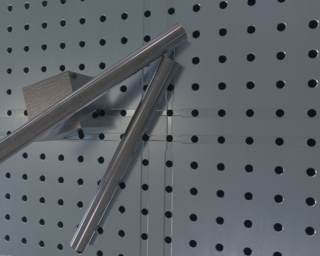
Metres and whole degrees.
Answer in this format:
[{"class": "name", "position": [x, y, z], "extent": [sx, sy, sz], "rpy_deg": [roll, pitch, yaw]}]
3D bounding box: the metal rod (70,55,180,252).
[{"class": "metal rod", "position": [-0.052, 0.041, 0.430], "extent": [0.025, 0.025, 0.298], "rpy_deg": [30, 100, 17]}]

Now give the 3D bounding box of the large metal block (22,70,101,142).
[{"class": "large metal block", "position": [-0.142, -0.029, 0.449], "extent": [0.080, 0.050, 0.080], "rpy_deg": [-16, 85, 19]}]

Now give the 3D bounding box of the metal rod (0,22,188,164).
[{"class": "metal rod", "position": [-0.096, -0.042, 0.400], "extent": [0.301, 0.025, 0.025], "rpy_deg": [-34, 79, -1]}]
